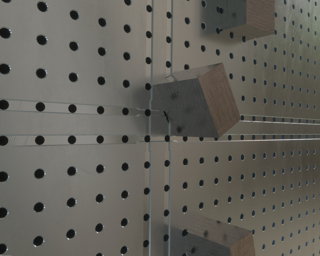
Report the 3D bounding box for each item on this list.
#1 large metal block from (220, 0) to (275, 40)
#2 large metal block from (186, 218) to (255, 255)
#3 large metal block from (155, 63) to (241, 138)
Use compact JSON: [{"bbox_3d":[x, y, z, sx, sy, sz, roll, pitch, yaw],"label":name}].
[{"bbox_3d":[0.145,-0.198,0.513,0.081,0.050,0.080,0,90,-40],"label":"large metal block"},{"bbox_3d":[0.089,0.186,0.447,0.050,0.080,0.080,-16,101,-39],"label":"large metal block"},{"bbox_3d":[0.050,-0.035,0.414,0.050,0.080,0.080,-35,112,-34],"label":"large metal block"}]
